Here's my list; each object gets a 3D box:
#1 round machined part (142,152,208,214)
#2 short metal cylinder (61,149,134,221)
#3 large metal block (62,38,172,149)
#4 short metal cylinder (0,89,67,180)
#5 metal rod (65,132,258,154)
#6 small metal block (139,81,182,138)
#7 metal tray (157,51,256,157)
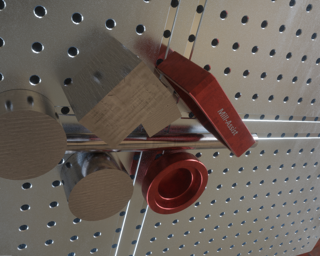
[{"bbox_3d":[0.018,0.076,0.457,0.099,0.042,0.097,-14,124,-21],"label":"round machined part"},{"bbox_3d":[-0.080,0.070,0.394,0.081,0.050,0.079,-14,124,-21],"label":"short metal cylinder"},{"bbox_3d":[-0.048,-0.039,0.325,0.080,0.080,0.050,-44,130,2],"label":"large metal block"},{"bbox_3d":[-0.142,0.007,0.320,0.081,0.050,0.079,-14,124,-21],"label":"short metal cylinder"},{"bbox_3d":[0.019,0.019,0.433,0.303,0.025,0.025,1,118,-29],"label":"metal rod"},{"bbox_3d":[-0.007,-0.024,0.392,0.050,0.025,0.050,-34,129,-6],"label":"small metal block"},{"bbox_3d":[0.058,-0.028,0.383,0.030,0.090,0.130,-43,129,1],"label":"metal tray"}]
